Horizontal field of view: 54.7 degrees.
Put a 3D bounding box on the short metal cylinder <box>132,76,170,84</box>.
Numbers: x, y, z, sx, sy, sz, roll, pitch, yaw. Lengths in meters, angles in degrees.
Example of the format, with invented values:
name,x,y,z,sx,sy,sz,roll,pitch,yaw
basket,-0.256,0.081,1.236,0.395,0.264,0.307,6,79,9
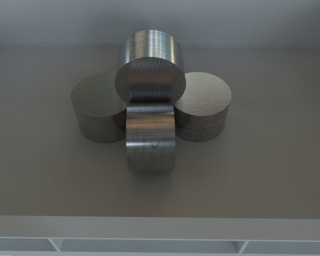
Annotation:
name,x,y,z,sx,sy,sz,roll,pitch,yaw
short metal cylinder,-0.013,-0.088,0.441,0.050,0.080,0.080,-1,50,-2

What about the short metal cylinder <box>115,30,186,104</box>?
name,x,y,z,sx,sy,sz,roll,pitch,yaw
short metal cylinder,-0.011,-0.067,0.366,0.081,0.080,0.050,-1,50,-1

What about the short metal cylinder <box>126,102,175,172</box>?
name,x,y,z,sx,sy,sz,roll,pitch,yaw
short metal cylinder,-0.010,0.011,0.358,0.050,0.080,0.080,-1,50,-2

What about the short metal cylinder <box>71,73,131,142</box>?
name,x,y,z,sx,sy,sz,roll,pitch,yaw
short metal cylinder,-0.071,-0.028,0.409,0.080,0.050,0.080,0,50,0

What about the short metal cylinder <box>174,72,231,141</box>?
name,x,y,z,sx,sy,sz,roll,pitch,yaw
short metal cylinder,0.050,-0.029,0.411,0.080,0.050,0.080,0,50,0
